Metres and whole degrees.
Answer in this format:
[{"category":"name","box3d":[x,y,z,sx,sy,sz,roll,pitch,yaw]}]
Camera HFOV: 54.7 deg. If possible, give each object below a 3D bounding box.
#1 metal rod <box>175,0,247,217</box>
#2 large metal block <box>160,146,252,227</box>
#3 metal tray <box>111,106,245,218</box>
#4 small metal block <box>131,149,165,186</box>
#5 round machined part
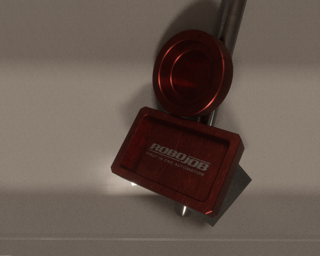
[{"category":"metal rod","box3d":[0.061,-0.015,0.406,0.025,0.025,0.298,10,110,-4]},{"category":"large metal block","box3d":[0.060,0.067,0.396,0.080,0.050,0.080,-49,130,-4]},{"category":"metal tray","box3d":[0.018,0.035,0.356,0.130,0.030,0.090,18,75,28]},{"category":"small metal block","box3d":[-0.014,0.049,0.416,0.050,0.050,0.025,-12,110,4]},{"category":"round machined part","box3d":[0.042,-0.061,0.362,0.098,0.042,0.097,-1,88,40]}]
